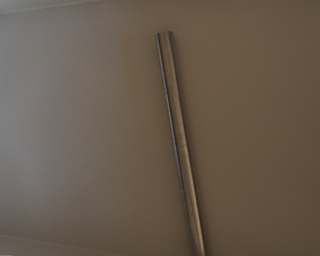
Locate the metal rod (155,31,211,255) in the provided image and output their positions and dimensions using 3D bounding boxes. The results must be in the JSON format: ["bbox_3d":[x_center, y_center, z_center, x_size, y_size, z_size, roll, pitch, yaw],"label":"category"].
[{"bbox_3d":[0.029,0.024,0.399,0.025,0.025,0.298,-10,87,19],"label":"metal rod"}]
